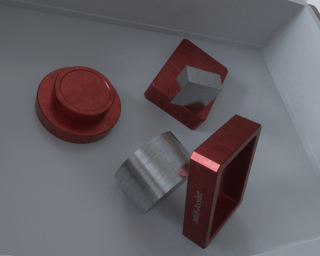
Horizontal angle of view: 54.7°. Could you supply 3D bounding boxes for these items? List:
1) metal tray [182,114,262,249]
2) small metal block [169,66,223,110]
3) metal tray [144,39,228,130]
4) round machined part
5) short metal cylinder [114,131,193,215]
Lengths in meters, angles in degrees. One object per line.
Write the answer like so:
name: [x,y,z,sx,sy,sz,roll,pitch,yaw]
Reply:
metal tray: [0.067,0.060,0.341,0.030,0.129,0.091,27,44,30]
small metal block: [0.046,-0.051,0.408,0.050,0.050,0.025,10,58,-23]
metal tray: [0.044,-0.070,0.471,0.090,0.030,0.130,35,51,-6]
round machined part: [-0.093,-0.034,0.366,0.099,0.042,0.098,14,56,-21]
short metal cylinder: [-0.002,0.049,0.338,0.081,0.080,0.050,-30,73,-38]
